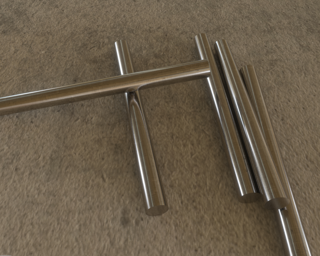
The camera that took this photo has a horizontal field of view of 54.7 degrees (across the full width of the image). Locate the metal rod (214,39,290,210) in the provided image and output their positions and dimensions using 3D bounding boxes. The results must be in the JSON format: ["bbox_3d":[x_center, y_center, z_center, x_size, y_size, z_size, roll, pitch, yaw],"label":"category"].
[{"bbox_3d":[0.110,-0.031,0.416,0.025,0.025,0.300,-2,46,-2],"label":"metal rod"}]

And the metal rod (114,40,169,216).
[{"bbox_3d":[-0.034,-0.025,0.423,0.025,0.025,0.300,-9,51,-8],"label":"metal rod"}]

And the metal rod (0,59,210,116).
[{"bbox_3d":[-0.083,-0.054,0.420,0.302,0.025,0.025,-10,51,1],"label":"metal rod"}]

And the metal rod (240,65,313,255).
[{"bbox_3d":[0.135,0.027,0.382,0.025,0.025,0.300,0,50,0],"label":"metal rod"}]

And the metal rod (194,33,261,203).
[{"bbox_3d":[0.084,-0.037,0.435,0.025,0.025,0.300,-4,50,-4],"label":"metal rod"}]
